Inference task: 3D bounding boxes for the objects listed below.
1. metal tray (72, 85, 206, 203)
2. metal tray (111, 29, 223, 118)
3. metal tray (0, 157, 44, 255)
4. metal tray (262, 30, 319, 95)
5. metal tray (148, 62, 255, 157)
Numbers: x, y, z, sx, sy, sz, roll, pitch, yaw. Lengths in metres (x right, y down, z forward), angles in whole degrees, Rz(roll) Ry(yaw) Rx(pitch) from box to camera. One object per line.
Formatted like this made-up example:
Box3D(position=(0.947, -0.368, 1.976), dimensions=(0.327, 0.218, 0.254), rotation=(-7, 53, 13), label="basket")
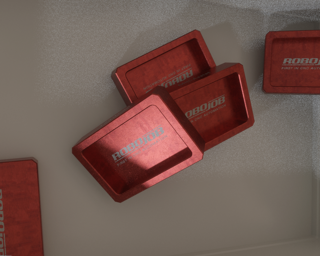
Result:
Box3D(position=(-0.025, 0.023, 0.359), dimensions=(0.130, 0.030, 0.090), rotation=(-32, 104, 23), label="metal tray")
Box3D(position=(0.013, -0.063, 0.413), dimensions=(0.131, 0.030, 0.090), rotation=(-31, 100, -18), label="metal tray")
Box3D(position=(-0.180, 0.101, 0.342), dimensions=(0.091, 0.030, 0.129), rotation=(-4, 92, -20), label="metal tray")
Box3D(position=(0.220, -0.094, 0.451), dimensions=(0.131, 0.030, 0.089), rotation=(3, 93, 15), label="metal tray")
Box3D(position=(0.056, -0.021, 0.398), dimensions=(0.131, 0.030, 0.089), rotation=(-26, 112, -20), label="metal tray")
